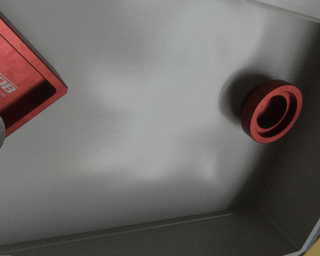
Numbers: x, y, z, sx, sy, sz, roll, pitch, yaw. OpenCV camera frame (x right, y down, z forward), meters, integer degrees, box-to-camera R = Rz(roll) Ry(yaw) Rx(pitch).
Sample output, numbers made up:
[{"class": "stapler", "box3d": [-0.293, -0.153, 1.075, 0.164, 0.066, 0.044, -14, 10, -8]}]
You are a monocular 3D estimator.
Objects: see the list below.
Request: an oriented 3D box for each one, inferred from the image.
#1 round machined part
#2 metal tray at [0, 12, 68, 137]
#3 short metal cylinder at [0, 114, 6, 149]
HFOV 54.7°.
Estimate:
[{"class": "round machined part", "box3d": [0.163, -0.029, 0.472, 0.099, 0.042, 0.097, -14, 125, -21]}, {"class": "metal tray", "box3d": [-0.154, -0.050, 0.266, 0.090, 0.030, 0.130, -38, 147, -4]}, {"class": "short metal cylinder", "box3d": [-0.166, -0.006, 0.232, 0.081, 0.050, 0.080, -27, 145, -21]}]
